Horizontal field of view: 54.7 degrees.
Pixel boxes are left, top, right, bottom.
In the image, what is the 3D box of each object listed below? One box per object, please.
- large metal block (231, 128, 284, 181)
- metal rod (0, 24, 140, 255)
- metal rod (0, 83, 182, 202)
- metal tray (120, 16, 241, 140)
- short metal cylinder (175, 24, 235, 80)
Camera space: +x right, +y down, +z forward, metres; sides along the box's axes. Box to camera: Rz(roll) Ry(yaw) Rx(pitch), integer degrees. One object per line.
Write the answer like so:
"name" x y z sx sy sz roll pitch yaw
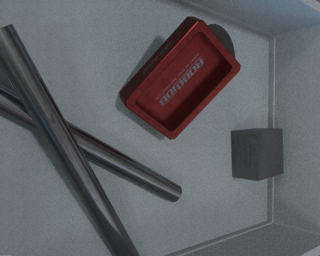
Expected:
"large metal block" 0.169 0.042 0.535 0.081 0.050 0.079 -4 93 -40
"metal rod" -0.082 0.045 0.315 0.025 0.025 0.299 -40 122 -33
"metal rod" -0.081 0.019 0.340 0.301 0.025 0.025 35 68 -35
"metal tray" 0.026 -0.058 0.384 0.130 0.030 0.090 -47 125 7
"short metal cylinder" 0.063 -0.103 0.445 0.081 0.050 0.079 0 90 -40
